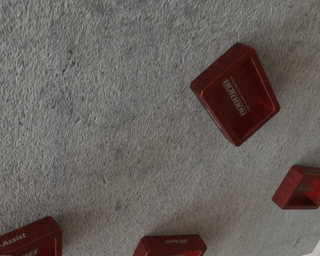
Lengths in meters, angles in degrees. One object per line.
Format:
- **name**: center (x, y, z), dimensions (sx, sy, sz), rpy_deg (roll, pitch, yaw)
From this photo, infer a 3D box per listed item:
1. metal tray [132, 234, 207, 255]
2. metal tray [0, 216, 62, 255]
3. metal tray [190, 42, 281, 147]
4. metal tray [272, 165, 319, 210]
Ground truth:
- **metal tray**: center (0.012, 0.237, 0.556), dimensions (0.131, 0.030, 0.089), rpy_deg (11, 113, -33)
- **metal tray**: center (-0.189, 0.175, 0.383), dimensions (0.131, 0.030, 0.089), rpy_deg (-17, 127, -40)
- **metal tray**: center (0.110, -0.042, 0.437), dimensions (0.090, 0.030, 0.130), rpy_deg (-42, 130, 0)
- **metal tray**: center (0.305, 0.126, 0.648), dimensions (0.131, 0.030, 0.089), rpy_deg (10, 114, -33)
